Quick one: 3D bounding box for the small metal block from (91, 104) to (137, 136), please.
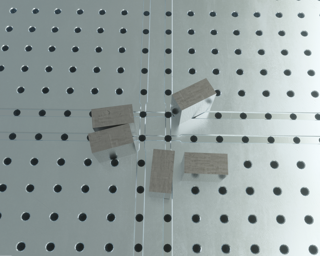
[{"bbox_3d":[-0.058,-0.006,0.400,0.050,0.050,0.025,-8,71,-3],"label":"small metal block"}]

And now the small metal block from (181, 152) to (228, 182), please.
[{"bbox_3d":[0.053,0.049,0.381,0.050,0.050,0.025,2,70,0],"label":"small metal block"}]

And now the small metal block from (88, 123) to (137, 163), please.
[{"bbox_3d":[-0.058,0.020,0.390,0.050,0.050,0.025,-15,71,-6],"label":"small metal block"}]

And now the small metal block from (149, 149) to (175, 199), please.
[{"bbox_3d":[0.002,0.057,0.378,0.025,0.050,0.050,5,70,2],"label":"small metal block"}]

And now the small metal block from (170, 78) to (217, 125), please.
[{"bbox_3d":[0.043,-0.034,0.412,0.050,0.050,0.025,-27,73,-10],"label":"small metal block"}]
